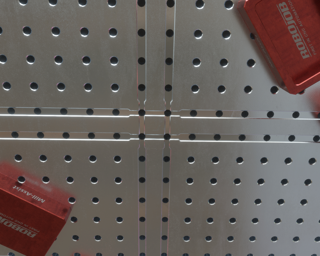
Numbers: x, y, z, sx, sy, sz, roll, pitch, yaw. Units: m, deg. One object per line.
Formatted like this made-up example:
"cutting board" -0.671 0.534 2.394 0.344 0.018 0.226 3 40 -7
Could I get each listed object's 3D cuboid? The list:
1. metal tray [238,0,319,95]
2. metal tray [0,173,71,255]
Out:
"metal tray" 0.165 -0.117 0.369 0.090 0.030 0.130 -32 107 11
"metal tray" -0.212 0.130 0.456 0.130 0.030 0.090 30 107 -11
